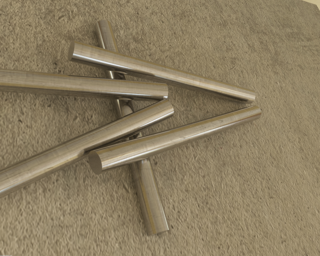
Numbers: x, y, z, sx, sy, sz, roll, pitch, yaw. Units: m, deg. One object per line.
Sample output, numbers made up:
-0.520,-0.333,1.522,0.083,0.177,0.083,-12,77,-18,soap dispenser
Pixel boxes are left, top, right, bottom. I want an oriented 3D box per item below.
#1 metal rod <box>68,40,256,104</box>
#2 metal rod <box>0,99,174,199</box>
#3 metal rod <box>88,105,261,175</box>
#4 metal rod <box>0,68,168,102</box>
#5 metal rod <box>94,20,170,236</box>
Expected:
0.023,-0.072,0.442,0.302,0.025,0.025,9,58,-31,metal rod
-0.107,0.032,0.311,0.302,0.025,0.025,-26,76,-32,metal rod
0.045,0.005,0.408,0.302,0.025,0.025,-15,70,-41,metal rod
-0.135,-0.050,0.346,0.303,0.025,0.025,2,61,-21,metal rod
-0.042,-0.017,0.394,0.025,0.025,0.299,-3,63,-30,metal rod
